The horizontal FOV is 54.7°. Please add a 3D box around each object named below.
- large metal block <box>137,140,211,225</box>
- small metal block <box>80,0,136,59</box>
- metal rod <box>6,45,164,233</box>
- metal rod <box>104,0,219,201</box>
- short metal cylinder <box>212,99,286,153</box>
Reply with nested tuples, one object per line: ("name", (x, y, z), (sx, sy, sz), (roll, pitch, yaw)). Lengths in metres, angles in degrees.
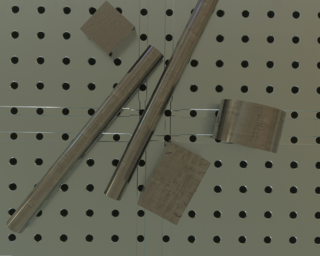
("large metal block", (0.016, 0.062, 0.386), (0.050, 0.080, 0.080), (29, 90, -1))
("small metal block", (-0.068, -0.130, 0.412), (0.050, 0.025, 0.050), (43, 90, -1))
("metal rod", (-0.098, 0.014, 0.412), (0.025, 0.025, 0.300), (39, 90, -1))
("metal rod", (0.003, -0.044, 0.413), (0.025, 0.025, 0.299), (26, 90, -1))
("short metal cylinder", (0.110, -0.002, 0.387), (0.080, 0.080, 0.050), (13, 90, -1))
